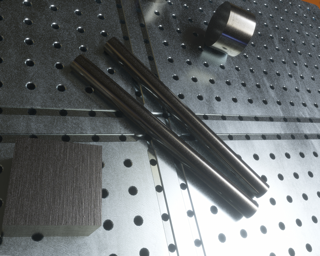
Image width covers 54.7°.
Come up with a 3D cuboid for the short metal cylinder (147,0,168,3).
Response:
[{"bbox_3d":[-0.008,-0.272,0.554,0.081,0.050,0.080,14,56,-21],"label":"short metal cylinder"}]

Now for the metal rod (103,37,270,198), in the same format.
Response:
[{"bbox_3d":[0.035,-0.016,0.436,0.300,0.025,0.025,44,51,2],"label":"metal rod"}]

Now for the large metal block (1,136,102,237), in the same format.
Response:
[{"bbox_3d":[-0.103,0.059,0.301,0.081,0.050,0.080,8,58,-24],"label":"large metal block"}]

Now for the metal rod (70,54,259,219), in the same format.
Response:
[{"bbox_3d":[0.006,0.011,0.404,0.300,0.025,0.025,40,51,-1],"label":"metal rod"}]

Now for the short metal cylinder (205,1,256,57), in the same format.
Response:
[{"bbox_3d":[0.121,-0.173,0.543,0.050,0.080,0.080,17,55,-19],"label":"short metal cylinder"}]
